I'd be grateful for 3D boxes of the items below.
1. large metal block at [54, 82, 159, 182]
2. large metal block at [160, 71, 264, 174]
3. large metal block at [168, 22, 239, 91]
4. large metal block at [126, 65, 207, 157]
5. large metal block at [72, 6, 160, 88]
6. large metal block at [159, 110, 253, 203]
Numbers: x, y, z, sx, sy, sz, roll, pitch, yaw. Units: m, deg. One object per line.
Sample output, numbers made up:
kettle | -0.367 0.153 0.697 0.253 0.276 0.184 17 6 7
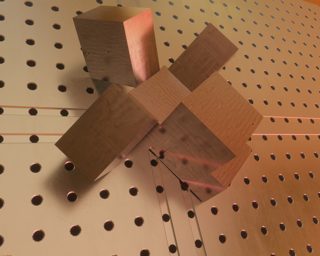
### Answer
large metal block | -0.049 0.003 0.324 0.050 0.080 0.080 44 93 3
large metal block | 0.062 -0.008 0.364 0.080 0.050 0.080 45 50 2
large metal block | 0.062 -0.095 0.443 0.050 0.080 0.080 44 11 2
large metal block | 0.002 -0.023 0.407 0.080 0.050 0.080 44 51 2
large metal block | -0.052 -0.103 0.388 0.080 0.080 0.050 17 43 31
large metal block | 0.060 0.034 0.402 0.080 0.050 0.080 44 50 4
